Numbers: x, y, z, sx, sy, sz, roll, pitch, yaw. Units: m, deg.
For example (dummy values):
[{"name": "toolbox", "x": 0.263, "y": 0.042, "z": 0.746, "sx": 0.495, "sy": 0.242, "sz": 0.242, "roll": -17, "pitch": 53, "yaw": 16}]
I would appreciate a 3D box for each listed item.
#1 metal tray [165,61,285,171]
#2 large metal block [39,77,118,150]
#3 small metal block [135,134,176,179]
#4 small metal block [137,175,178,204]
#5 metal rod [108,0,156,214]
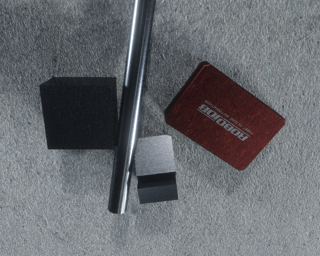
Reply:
[{"name": "metal tray", "x": 0.082, "y": -0.014, "z": 0.403, "sx": 0.130, "sy": 0.030, "sz": 0.090, "roll": 33, "pitch": 106, "yaw": -12}, {"name": "large metal block", "x": -0.097, "y": -0.020, "z": 0.388, "sx": 0.081, "sy": 0.050, "sz": 0.079, "roll": 0, "pitch": 110, "yaw": -1}, {"name": "small metal block", "x": -0.007, "y": 0.039, "z": 0.410, "sx": 0.050, "sy": 0.025, "sz": 0.050, "roll": -7, "pitch": 71, "yaw": 2}, {"name": "small metal block", "x": -0.003, "y": 0.075, "z": 0.423, "sx": 0.050, "sy": 0.050, "sz": 0.025, "roll": -7, "pitch": 116, "yaw": 2}, {"name": "metal rod", "x": -0.035, "y": -0.034, "z": 0.379, "sx": 0.025, "sy": 0.025, "sz": 0.298, "roll": 8, "pitch": 104, "yaw": -4}]
